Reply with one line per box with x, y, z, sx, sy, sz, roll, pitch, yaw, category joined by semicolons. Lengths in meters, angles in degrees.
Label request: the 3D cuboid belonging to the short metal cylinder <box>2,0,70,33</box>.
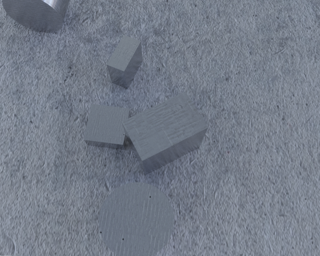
-0.174;-0.182;0.443;0.080;0.080;0.050;8;70;3;short metal cylinder

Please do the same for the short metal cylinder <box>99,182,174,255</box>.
-0.025;0.106;0.356;0.081;0.050;0.080;0;70;0;short metal cylinder

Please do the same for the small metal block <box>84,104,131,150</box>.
-0.068;-0.001;0.408;0.050;0.025;0.050;7;70;2;small metal block

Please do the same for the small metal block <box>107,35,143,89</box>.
-0.047;-0.090;0.427;0.025;0.050;0.050;23;72;8;small metal block

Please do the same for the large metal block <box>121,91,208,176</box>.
0.005;0.010;0.375;0.080;0.080;0.050;-26;73;-10;large metal block
